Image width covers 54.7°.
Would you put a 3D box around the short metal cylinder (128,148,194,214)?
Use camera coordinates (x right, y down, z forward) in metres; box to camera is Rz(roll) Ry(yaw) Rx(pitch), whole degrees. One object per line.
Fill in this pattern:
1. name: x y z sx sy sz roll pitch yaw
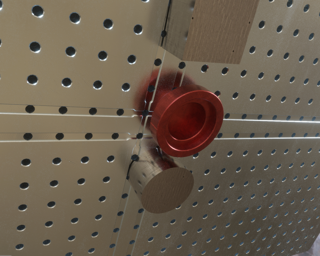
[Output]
1. short metal cylinder: 0.001 0.075 0.444 0.081 0.050 0.079 -14 125 -21

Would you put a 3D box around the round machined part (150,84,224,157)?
1. round machined part: 0.032 -0.013 0.411 0.099 0.042 0.097 -14 124 -21

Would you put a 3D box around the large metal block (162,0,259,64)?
1. large metal block: 0.056 -0.121 0.353 0.081 0.050 0.079 -3 120 -28
